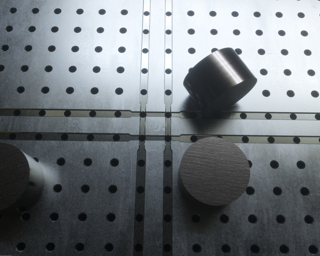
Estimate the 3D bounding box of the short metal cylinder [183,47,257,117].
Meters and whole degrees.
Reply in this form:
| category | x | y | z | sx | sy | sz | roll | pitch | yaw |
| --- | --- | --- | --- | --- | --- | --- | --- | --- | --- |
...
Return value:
| category | x | y | z | sx | sy | sz | roll | pitch | yaw |
| --- | --- | --- | --- | --- | --- | --- | --- | --- | --- |
| short metal cylinder | 0.078 | -0.058 | 0.405 | 0.080 | 0.080 | 0.050 | -29 | 73 | -10 |

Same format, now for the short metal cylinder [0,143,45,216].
| category | x | y | z | sx | sy | sz | roll | pitch | yaw |
| --- | --- | --- | --- | --- | --- | --- | --- | --- | --- |
| short metal cylinder | -0.188 | 0.063 | 0.373 | 0.081 | 0.050 | 0.080 | 0 | 70 | -1 |

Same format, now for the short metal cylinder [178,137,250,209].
| category | x | y | z | sx | sy | sz | roll | pitch | yaw |
| --- | --- | --- | --- | --- | --- | --- | --- | --- | --- |
| short metal cylinder | 0.063 | 0.056 | 0.379 | 0.081 | 0.050 | 0.080 | 0 | 70 | 0 |
